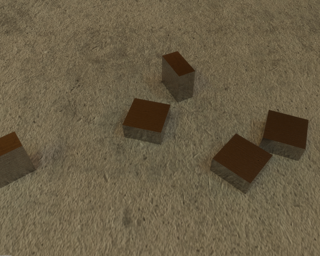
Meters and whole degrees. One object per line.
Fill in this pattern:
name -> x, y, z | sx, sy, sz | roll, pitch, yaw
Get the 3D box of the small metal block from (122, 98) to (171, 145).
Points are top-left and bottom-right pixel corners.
small metal block -> -0.017, -0.010, 0.411 | 0.050, 0.025, 0.050 | 12, 51, 9

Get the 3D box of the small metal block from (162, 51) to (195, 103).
small metal block -> 0.026, -0.074, 0.449 | 0.025, 0.050, 0.050 | -21, 53, -17

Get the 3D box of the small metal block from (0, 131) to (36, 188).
small metal block -> -0.178, 0.038, 0.353 | 0.050, 0.050, 0.025 | -28, 56, -22

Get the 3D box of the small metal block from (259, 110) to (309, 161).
small metal block -> 0.158, 0.009, 0.397 | 0.050, 0.025, 0.050 | 16, 52, 13

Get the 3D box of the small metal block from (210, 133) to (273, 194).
small metal block -> 0.096, 0.041, 0.369 | 0.050, 0.025, 0.050 | 34, 58, 25
